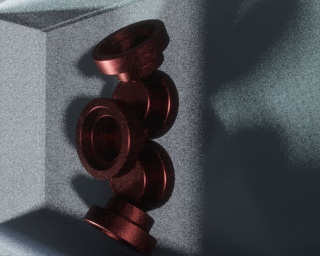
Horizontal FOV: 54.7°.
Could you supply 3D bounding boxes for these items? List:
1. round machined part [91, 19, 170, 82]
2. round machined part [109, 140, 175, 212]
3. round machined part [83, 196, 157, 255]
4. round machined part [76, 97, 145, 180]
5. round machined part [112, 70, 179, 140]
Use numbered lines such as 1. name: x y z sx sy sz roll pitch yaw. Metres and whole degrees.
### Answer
1. round machined part: -0.033 -0.095 0.395 0.098 0.098 0.042 9 138 39
2. round machined part: -0.031 0.065 0.417 0.098 0.042 0.097 0 90 39
3. round machined part: -0.047 0.125 0.407 0.098 0.098 0.042 8 58 39
4. round machined part: -0.058 0.012 0.383 0.098 0.042 0.097 0 90 39
5. round machined part: -0.027 -0.033 0.413 0.098 0.042 0.097 0 90 39
